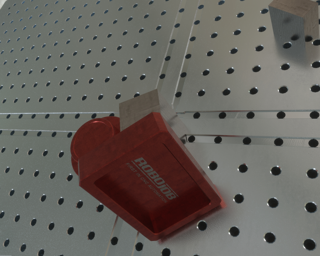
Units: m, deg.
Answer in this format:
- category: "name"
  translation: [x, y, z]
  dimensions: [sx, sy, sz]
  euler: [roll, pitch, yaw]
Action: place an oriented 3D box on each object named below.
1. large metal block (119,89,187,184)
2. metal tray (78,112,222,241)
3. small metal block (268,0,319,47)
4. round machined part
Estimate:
- category: "large metal block"
  translation: [-0.004, 0.015, 0.366]
  dimensions: [0.050, 0.080, 0.080]
  euler: [-20, 54, 17]
- category: "metal tray"
  translation: [-0.005, 0.055, 0.308]
  dimensions: [0.090, 0.130, 0.030]
  euler: [-32, 38, 7]
- category: "small metal block"
  translation: [0.168, -0.136, 0.387]
  dimensions: [0.025, 0.050, 0.050]
  euler: [-45, 51, -3]
- category: "round machined part"
  translation: [-0.082, 0.025, 0.425]
  dimensions: [0.098, 0.042, 0.098]
  euler: [-13, 56, 21]
